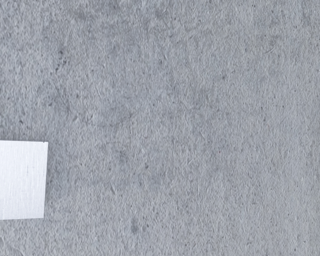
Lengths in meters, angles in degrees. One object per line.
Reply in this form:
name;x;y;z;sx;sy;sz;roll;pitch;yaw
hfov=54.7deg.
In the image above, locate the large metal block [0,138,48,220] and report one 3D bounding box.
large metal block;-0.166;0.052;0.334;0.081;0.050;0.080;3;89;-20
